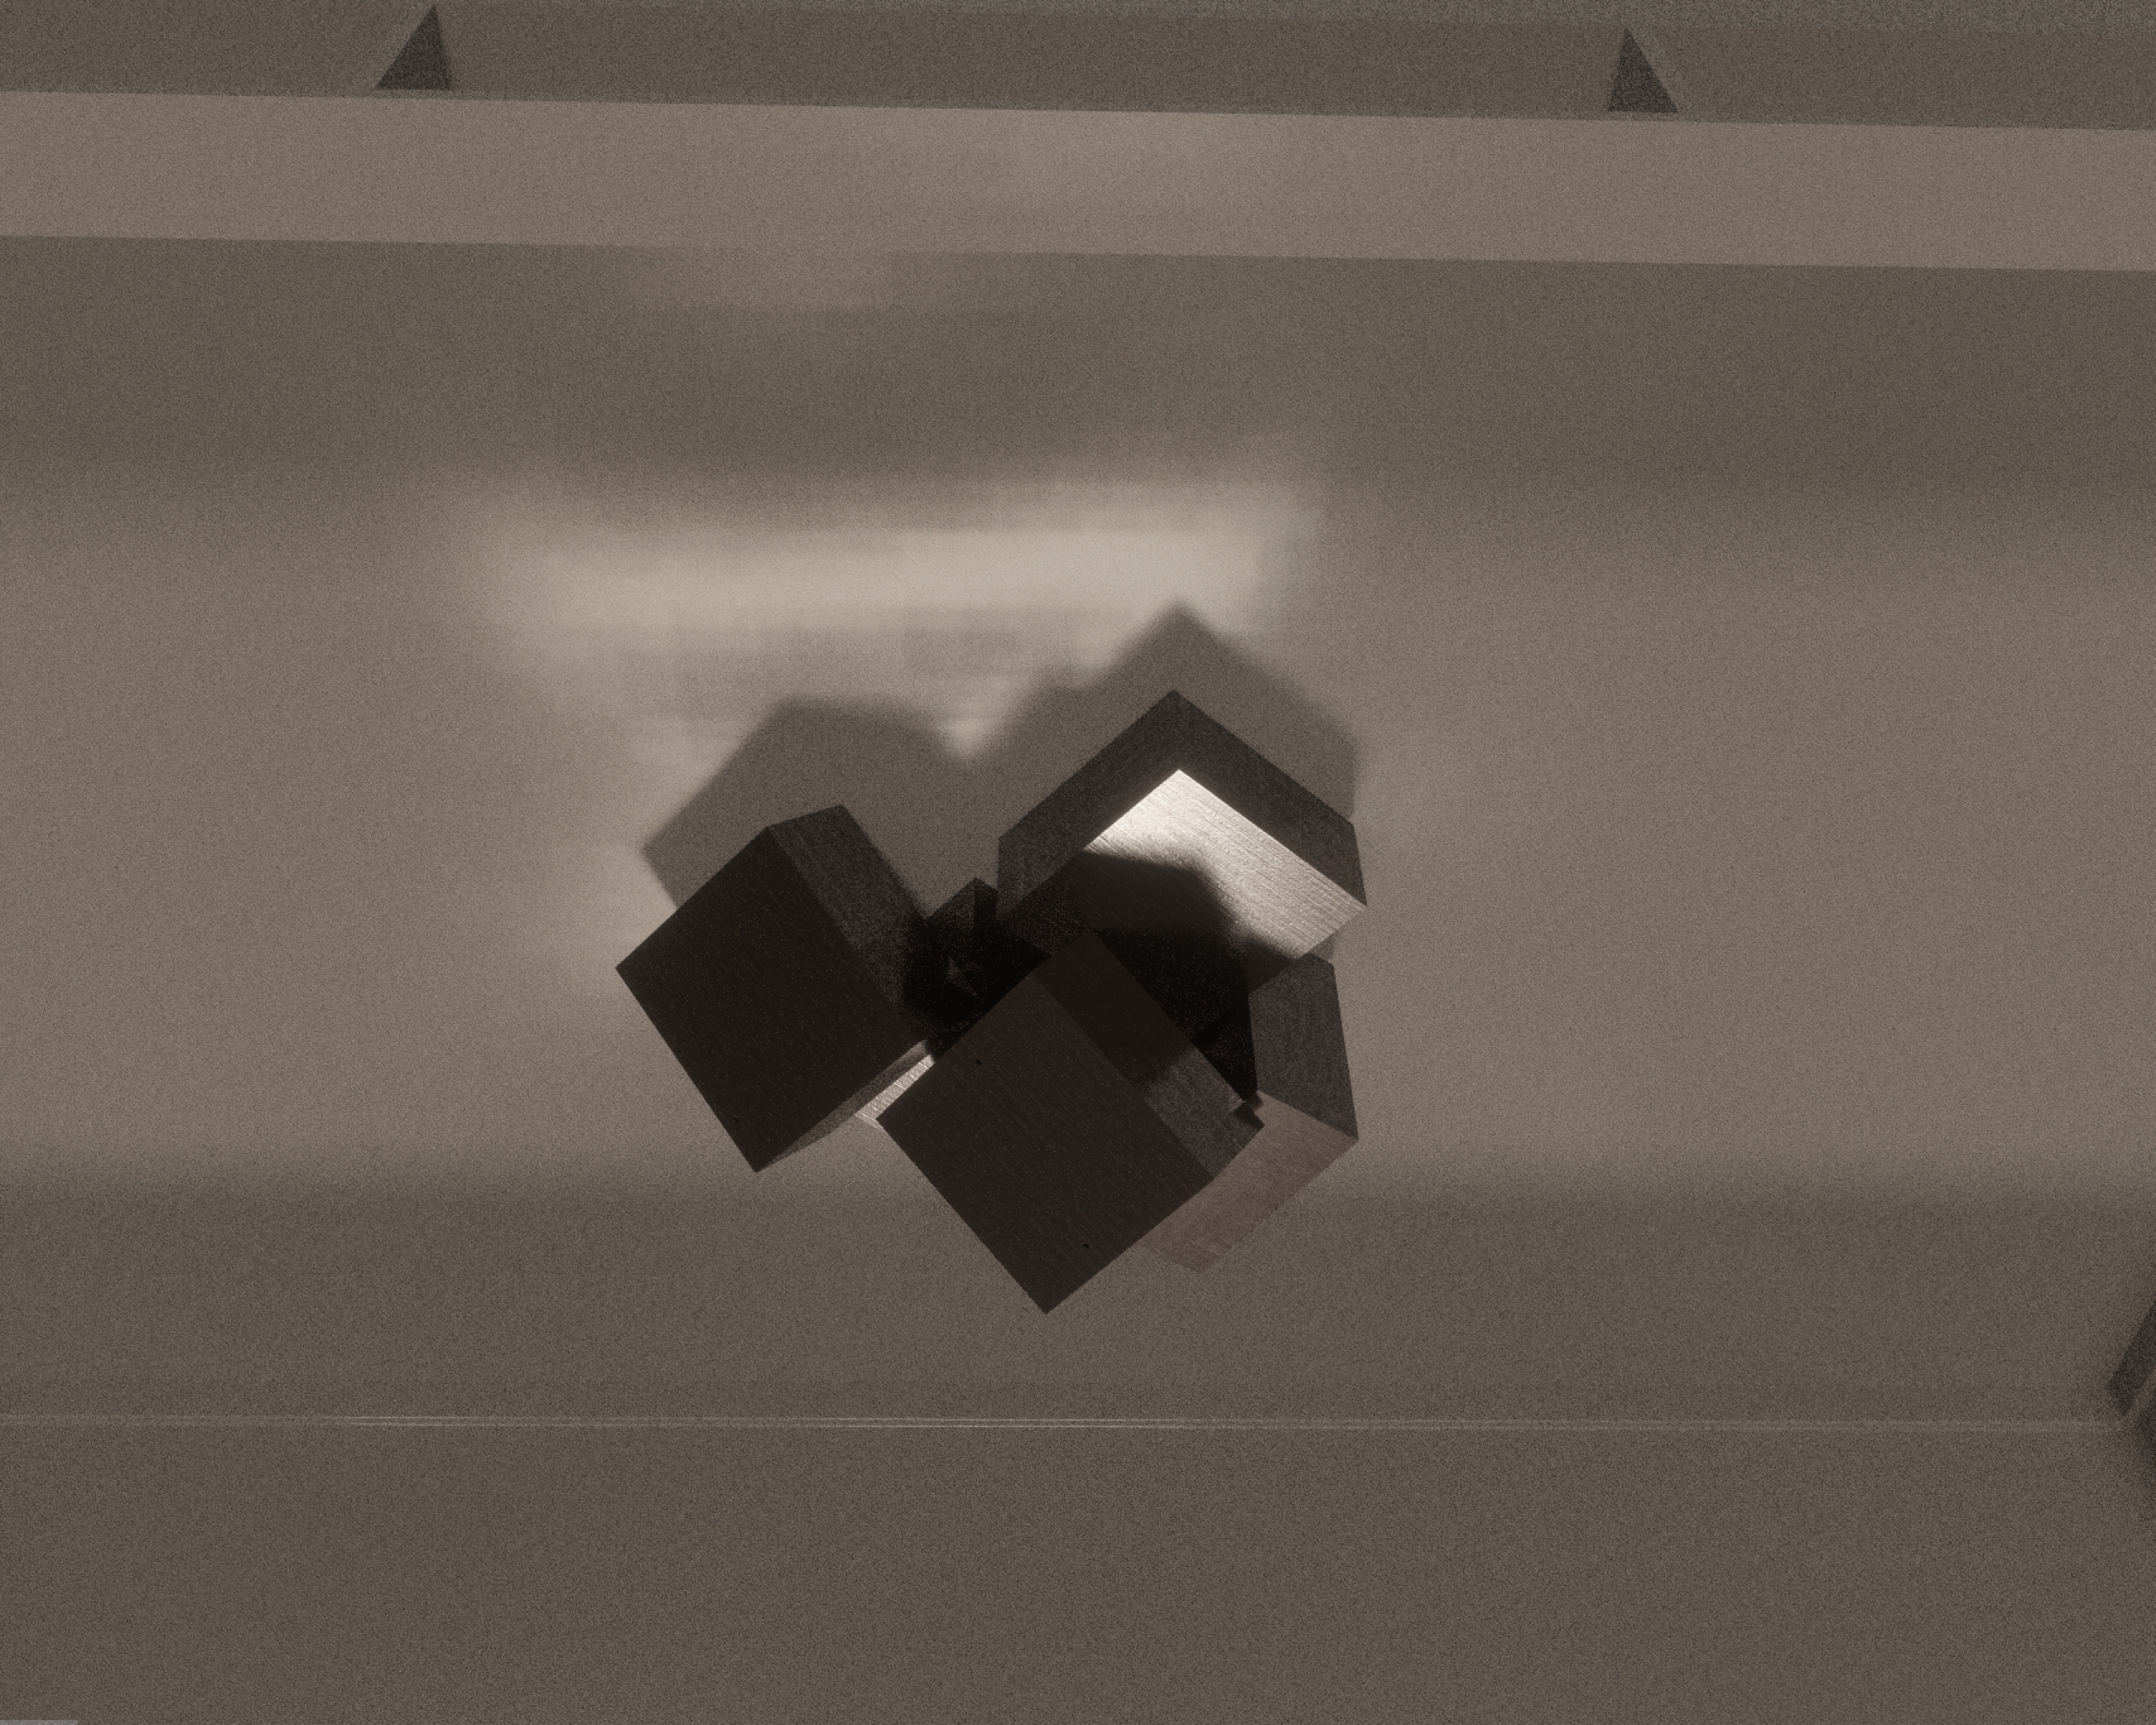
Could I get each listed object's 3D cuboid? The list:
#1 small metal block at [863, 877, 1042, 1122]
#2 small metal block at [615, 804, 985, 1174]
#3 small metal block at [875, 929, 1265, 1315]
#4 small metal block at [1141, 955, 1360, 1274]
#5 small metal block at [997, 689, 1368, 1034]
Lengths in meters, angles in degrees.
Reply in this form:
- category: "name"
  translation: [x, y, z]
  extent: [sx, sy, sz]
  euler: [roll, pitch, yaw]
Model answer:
- category: "small metal block"
  translation: [-0.019, 0.038, 0.439]
  extent: [0.050, 0.025, 0.050]
  euler: [35, 122, -26]
- category: "small metal block"
  translation: [-0.055, 0.025, 0.411]
  extent: [0.050, 0.025, 0.050]
  euler: [-40, 82, 28]
- category: "small metal block"
  translation: [-0.002, 0.050, 0.401]
  extent: [0.050, 0.025, 0.050]
  euler: [49, 121, 5]
- category: "small metal block"
  translation: [0.030, 0.048, 0.432]
  extent: [0.025, 0.050, 0.050]
  euler: [29, 124, -22]
- category: "small metal block"
  translation: [0.020, 0.002, 0.409]
  extent: [0.050, 0.025, 0.050]
  euler: [35, 122, -26]
